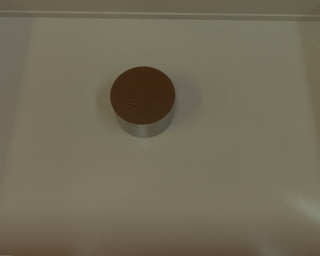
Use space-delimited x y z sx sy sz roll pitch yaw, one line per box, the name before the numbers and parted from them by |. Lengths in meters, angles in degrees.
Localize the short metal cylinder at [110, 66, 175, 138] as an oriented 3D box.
short metal cylinder | -0.021 -0.033 0.406 0.080 0.050 0.080 0 70 0
